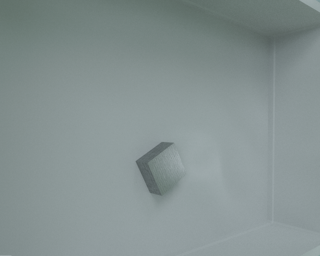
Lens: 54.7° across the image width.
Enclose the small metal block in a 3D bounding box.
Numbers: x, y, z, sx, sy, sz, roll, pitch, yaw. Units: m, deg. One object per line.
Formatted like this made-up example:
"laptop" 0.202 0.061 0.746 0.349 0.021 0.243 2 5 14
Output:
"small metal block" 0.003 0.053 0.411 0.050 0.025 0.050 -35 112 -35
